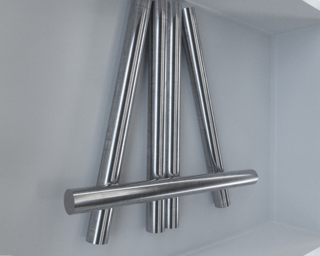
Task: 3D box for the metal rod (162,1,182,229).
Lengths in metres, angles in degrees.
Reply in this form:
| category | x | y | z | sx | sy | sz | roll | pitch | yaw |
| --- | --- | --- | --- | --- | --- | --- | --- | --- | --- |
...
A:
| category | x | y | z | sx | sy | sz | roll | pitch | yaw |
| --- | --- | --- | --- | --- | --- | --- | --- | --- | --- |
| metal rod | 0.015 | -0.017 | 0.418 | 0.025 | 0.025 | 0.298 | 1 | 89 | -40 |

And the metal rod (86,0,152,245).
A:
| category | x | y | z | sx | sy | sz | roll | pitch | yaw |
| --- | --- | --- | --- | --- | --- | --- | --- | --- | --- |
| metal rod | -0.046 | -0.019 | 0.366 | 0.025 | 0.025 | 0.299 | 16 | 80 | -39 |

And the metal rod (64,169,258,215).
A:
| category | x | y | z | sx | sy | sz | roll | pitch | yaw |
| --- | --- | --- | --- | --- | --- | --- | --- | --- | --- |
| metal rod | 0.029 | 0.074 | 0.395 | 0.302 | 0.025 | 0.025 | 2 | 89 | -40 |

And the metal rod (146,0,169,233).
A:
| category | x | y | z | sx | sy | sz | roll | pitch | yaw |
| --- | --- | --- | --- | --- | --- | --- | --- | --- | --- |
| metal rod | -0.004 | -0.017 | 0.402 | 0.025 | 0.025 | 0.298 | 1 | 89 | -40 |

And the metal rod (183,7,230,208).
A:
| category | x | y | z | sx | sy | sz | roll | pitch | yaw |
| --- | --- | --- | --- | --- | --- | --- | --- | --- | --- |
| metal rod | 0.067 | -0.023 | 0.461 | 0.025 | 0.025 | 0.298 | -20 | 103 | -38 |
